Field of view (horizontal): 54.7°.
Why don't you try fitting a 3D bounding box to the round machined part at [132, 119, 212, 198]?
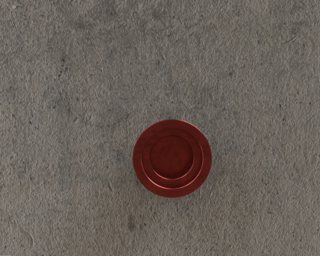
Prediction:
[{"bbox_3d":[0.015,0.037,0.403,0.099,0.042,0.097,0,90,-1],"label":"round machined part"}]
